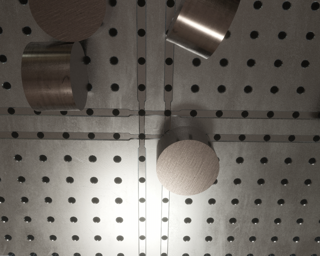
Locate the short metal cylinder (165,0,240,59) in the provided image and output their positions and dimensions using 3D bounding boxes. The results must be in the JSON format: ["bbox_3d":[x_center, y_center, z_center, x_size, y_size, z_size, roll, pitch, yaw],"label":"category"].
[{"bbox_3d":[0.045,-0.123,0.339,0.050,0.080,0.079,23,108,-9],"label":"short metal cylinder"}]

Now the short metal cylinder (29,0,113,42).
[{"bbox_3d":[-0.097,-0.140,0.347,0.081,0.050,0.079,0,110,-1],"label":"short metal cylinder"}]

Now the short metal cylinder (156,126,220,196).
[{"bbox_3d":[0.035,0.043,0.417,0.081,0.050,0.079,0,110,-1],"label":"short metal cylinder"}]

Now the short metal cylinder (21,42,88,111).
[{"bbox_3d":[-0.118,-0.060,0.360,0.050,0.080,0.079,-1,110,0],"label":"short metal cylinder"}]
